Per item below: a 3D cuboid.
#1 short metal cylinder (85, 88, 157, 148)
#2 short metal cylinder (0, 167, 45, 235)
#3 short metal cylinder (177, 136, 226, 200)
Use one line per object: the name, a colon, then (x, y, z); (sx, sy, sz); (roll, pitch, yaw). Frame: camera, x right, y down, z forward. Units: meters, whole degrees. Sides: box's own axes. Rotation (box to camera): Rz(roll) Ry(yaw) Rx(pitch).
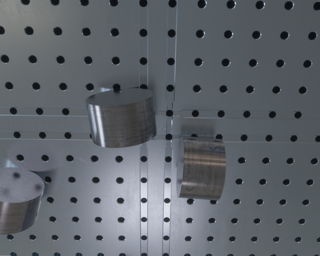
short metal cylinder: (-0.046, -0.015, 0.378); (0.080, 0.080, 0.050); (-5, 110, 1)
short metal cylinder: (-0.203, 0.096, 0.417); (0.080, 0.080, 0.050); (17, 109, -7)
short metal cylinder: (0.051, 0.052, 0.404); (0.050, 0.080, 0.079); (5, 110, -2)
